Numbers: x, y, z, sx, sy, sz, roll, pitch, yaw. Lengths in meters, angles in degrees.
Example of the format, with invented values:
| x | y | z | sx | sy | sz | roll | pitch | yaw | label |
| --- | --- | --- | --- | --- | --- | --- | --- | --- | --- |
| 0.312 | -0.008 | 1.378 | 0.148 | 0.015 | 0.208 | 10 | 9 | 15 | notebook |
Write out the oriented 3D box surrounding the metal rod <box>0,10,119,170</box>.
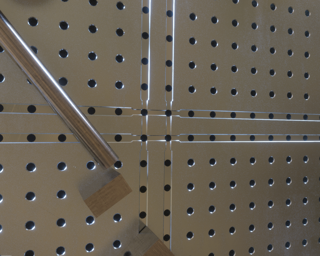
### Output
| x | y | z | sx | sy | sz | roll | pitch | yaw | label |
| --- | --- | --- | --- | --- | --- | --- | --- | --- | --- |
| -0.149 | -0.072 | 0.357 | 0.025 | 0.025 | 0.299 | -40 | 103 | -15 | metal rod |

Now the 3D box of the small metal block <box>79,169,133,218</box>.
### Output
| x | y | z | sx | sy | sz | roll | pitch | yaw | label |
| --- | --- | --- | --- | --- | --- | --- | --- | --- | --- |
| -0.067 | 0.077 | 0.375 | 0.050 | 0.050 | 0.025 | -35 | 102 | -17 | small metal block |

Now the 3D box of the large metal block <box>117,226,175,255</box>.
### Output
| x | y | z | sx | sy | sz | roll | pitch | yaw | label |
| --- | --- | --- | --- | --- | --- | --- | --- | --- | --- |
| -0.014 | 0.189 | 0.395 | 0.080 | 0.050 | 0.080 | -42 | 104 | -15 | large metal block |
